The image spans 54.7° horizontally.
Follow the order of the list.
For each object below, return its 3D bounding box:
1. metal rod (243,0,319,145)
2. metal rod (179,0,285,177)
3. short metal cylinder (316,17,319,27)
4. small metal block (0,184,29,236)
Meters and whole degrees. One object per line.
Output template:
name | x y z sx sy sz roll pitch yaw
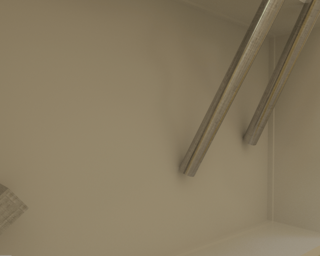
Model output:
metal rod | 0.197 -0.103 0.478 0.025 0.025 0.298 -9 127 -40
metal rod | 0.099 -0.068 0.409 0.025 0.025 0.298 13 108 -40
short metal cylinder | 0.404 -0.265 0.717 0.050 0.080 0.080 19 78 -39
small metal block | -0.149 0.075 0.266 0.050 0.050 0.025 -47 119 -30
